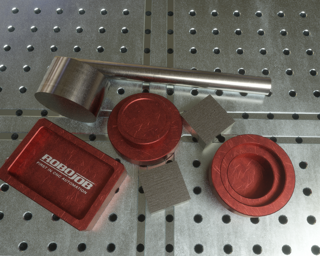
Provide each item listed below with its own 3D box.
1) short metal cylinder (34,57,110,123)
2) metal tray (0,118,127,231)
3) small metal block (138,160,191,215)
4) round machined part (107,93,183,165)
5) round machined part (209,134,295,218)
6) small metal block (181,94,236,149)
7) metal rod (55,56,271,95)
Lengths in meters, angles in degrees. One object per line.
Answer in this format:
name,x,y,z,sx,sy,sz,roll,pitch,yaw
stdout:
short metal cylinder,-0.111,-0.047,0.399,0.080,0.080,0.050,17,71,6
metal tray,-0.119,0.056,0.387,0.130,0.030,0.090,29,73,10
small metal block,0.005,0.074,0.385,0.050,0.025,0.050,-18,71,-7
round machined part,-0.020,-0.004,0.403,0.099,0.042,0.098,0,67,0
round machined part,0.109,0.060,0.381,0.099,0.042,0.098,0,70,0
small metal block,0.063,-0.008,0.415,0.050,0.025,0.050,-36,74,-12
metal rod,0.002,-0.075,0.438,0.302,0.025,0.025,6,70,2
